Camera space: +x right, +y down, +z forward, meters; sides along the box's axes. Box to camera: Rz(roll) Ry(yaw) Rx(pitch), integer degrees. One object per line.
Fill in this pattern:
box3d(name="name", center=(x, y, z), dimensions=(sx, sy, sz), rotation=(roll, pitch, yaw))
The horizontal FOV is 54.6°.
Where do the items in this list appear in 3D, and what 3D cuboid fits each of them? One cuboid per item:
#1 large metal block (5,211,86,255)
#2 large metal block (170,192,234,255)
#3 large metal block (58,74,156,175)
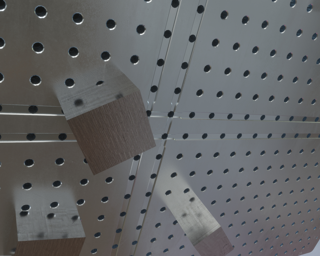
box3d(name="large metal block", center=(-0.153, 0.157, 0.408), dimensions=(0.081, 0.050, 0.080), rotation=(9, 114, -32))
box3d(name="large metal block", center=(0.070, 0.169, 0.517), dimensions=(0.050, 0.080, 0.080), rotation=(-35, 129, -5))
box3d(name="large metal block", center=(-0.059, -0.005, 0.359), dimensions=(0.080, 0.050, 0.080), rotation=(-25, 127, -13))
